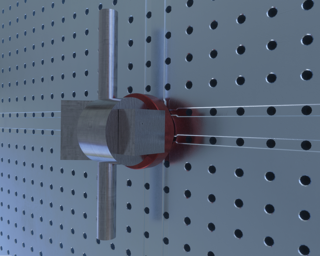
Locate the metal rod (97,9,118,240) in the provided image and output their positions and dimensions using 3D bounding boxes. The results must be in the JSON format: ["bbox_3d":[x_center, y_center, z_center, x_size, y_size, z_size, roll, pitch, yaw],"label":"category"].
[{"bbox_3d":[-0.070,-0.004,0.410,0.025,0.025,0.298,1,91,39],"label":"metal rod"}]

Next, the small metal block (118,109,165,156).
[{"bbox_3d":[-0.020,0.004,0.353,0.025,0.050,0.050,2,91,40],"label":"small metal block"}]

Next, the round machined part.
[{"bbox_3d":[-0.020,0.004,0.411,0.098,0.042,0.097,0,90,39],"label":"round machined part"}]

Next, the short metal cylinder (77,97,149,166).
[{"bbox_3d":[-0.051,0.004,0.374,0.050,0.081,0.079,1,91,40],"label":"short metal cylinder"}]

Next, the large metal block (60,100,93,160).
[{"bbox_3d":[-0.108,0.002,0.452,0.050,0.080,0.079,1,91,-1],"label":"large metal block"}]
